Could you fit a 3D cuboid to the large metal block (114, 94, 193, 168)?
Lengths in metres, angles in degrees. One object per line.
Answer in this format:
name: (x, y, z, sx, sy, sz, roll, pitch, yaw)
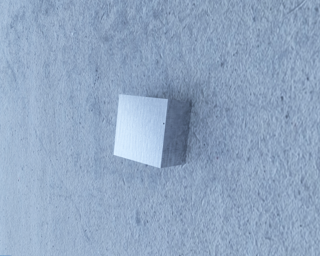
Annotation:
large metal block: (-0.010, 0.001, 0.396, 0.080, 0.050, 0.079, 10, 97, 39)
